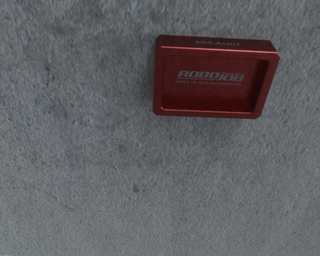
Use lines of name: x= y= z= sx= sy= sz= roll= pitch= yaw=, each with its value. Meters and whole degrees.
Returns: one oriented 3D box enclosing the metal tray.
metal tray: x=0.059 y=-0.056 z=0.357 sx=0.131 sy=0.030 sz=0.089 roll=2 pitch=130 yaw=-3
